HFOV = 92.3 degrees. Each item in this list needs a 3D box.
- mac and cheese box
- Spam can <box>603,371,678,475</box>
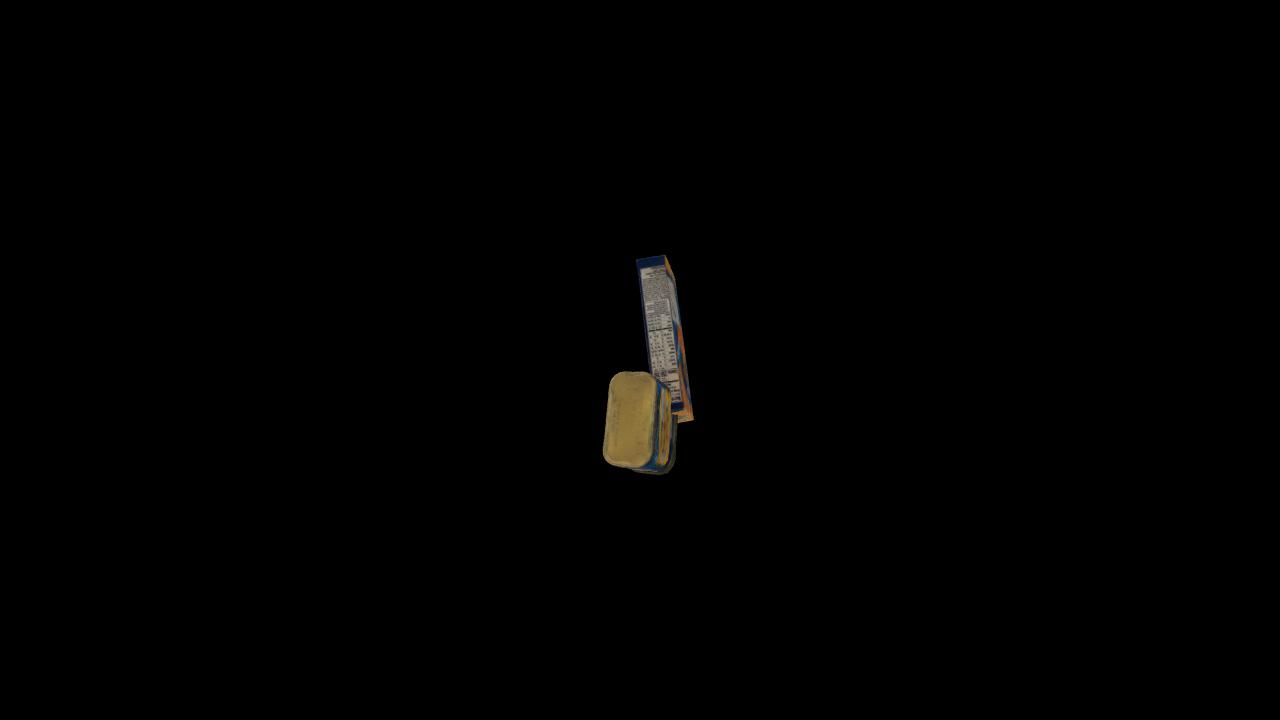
[{"bbox_3d":[0.030,-0.022,0.726,0.041,0.184,0.093,-9,-13,8],"label":"mac and cheese box"},{"bbox_3d":[0.002,0.067,0.649,0.058,0.101,0.085,1,-12,17],"label":"Spam can"}]
